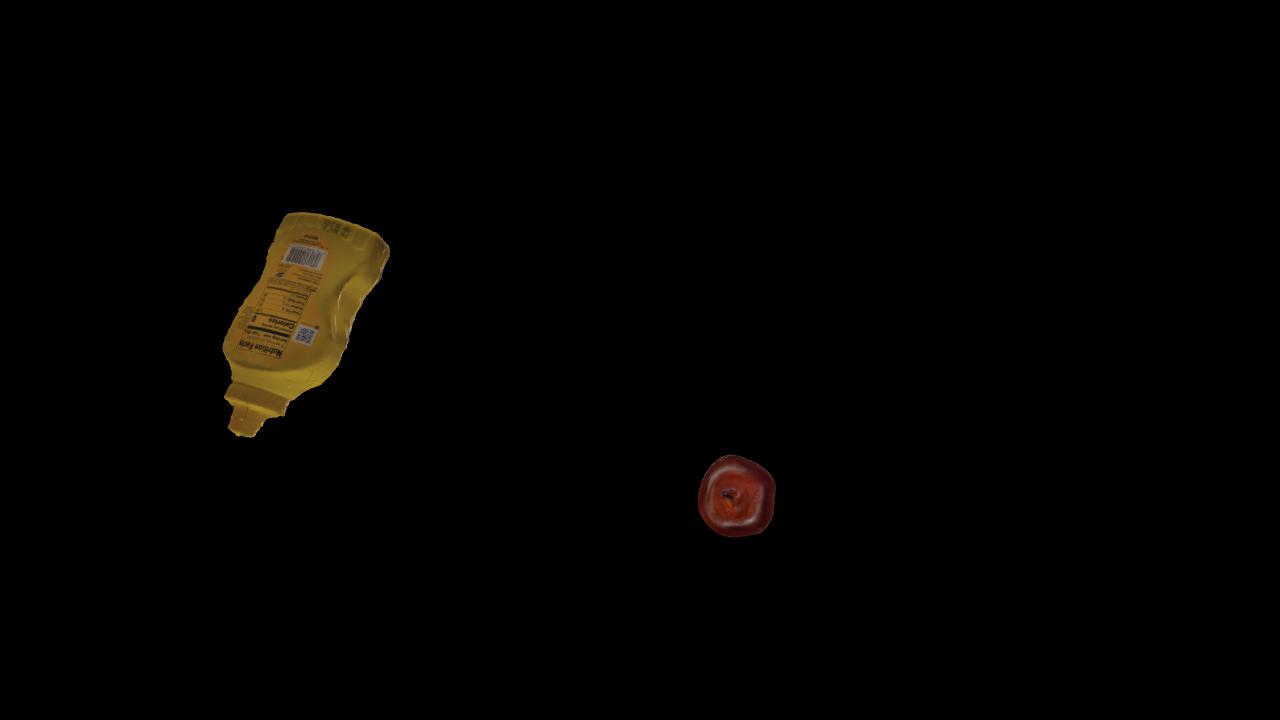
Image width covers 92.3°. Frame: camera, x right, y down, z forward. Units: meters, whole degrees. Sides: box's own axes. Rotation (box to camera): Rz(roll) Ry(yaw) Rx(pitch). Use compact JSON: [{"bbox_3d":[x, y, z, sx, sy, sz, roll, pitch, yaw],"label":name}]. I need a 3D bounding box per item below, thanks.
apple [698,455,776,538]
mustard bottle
[{"bbox_3d":[0.094,0.132,0.597,0.079,0.079,0.093,0,-13,18],"label":"apple"},{"bbox_3d":[-0.277,-0.027,0.490,0.092,0.184,0.054,15,-19,2],"label":"mustard bottle"}]
